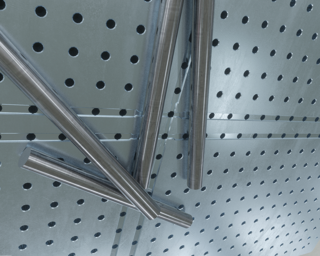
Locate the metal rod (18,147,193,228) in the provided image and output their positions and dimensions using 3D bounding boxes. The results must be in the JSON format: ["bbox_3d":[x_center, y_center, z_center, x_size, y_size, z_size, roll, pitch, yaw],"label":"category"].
[{"bbox_3d":[-0.053,0.096,0.441,0.301,0.025,0.025,33,100,-38],"label":"metal rod"}]

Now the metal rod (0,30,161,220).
[{"bbox_3d":[-0.082,0.020,0.362,0.025,0.025,0.300,-38,124,-3],"label":"metal rod"}]

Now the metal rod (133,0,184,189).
[{"bbox_3d":[-0.003,-0.050,0.377,0.025,0.025,0.298,-4,120,-27],"label":"metal rod"}]

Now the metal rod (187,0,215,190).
[{"bbox_3d":[0.052,-0.036,0.416,0.025,0.025,0.298,-15,125,-20],"label":"metal rod"}]
